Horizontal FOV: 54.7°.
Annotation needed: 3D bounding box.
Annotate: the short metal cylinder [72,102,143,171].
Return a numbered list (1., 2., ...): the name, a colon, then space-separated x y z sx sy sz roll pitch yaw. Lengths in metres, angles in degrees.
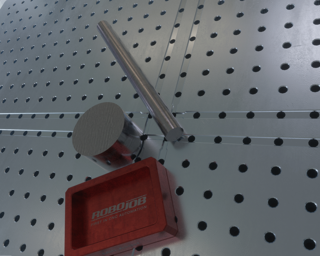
1. short metal cylinder: -0.071 0.012 0.422 0.080 0.050 0.080 -13 56 21

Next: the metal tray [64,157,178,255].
1. metal tray: -0.051 0.098 0.371 0.130 0.030 0.090 -22 53 14

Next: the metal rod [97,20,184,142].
1. metal rod: -0.044 -0.091 0.486 0.025 0.025 0.300 -36 51 4
